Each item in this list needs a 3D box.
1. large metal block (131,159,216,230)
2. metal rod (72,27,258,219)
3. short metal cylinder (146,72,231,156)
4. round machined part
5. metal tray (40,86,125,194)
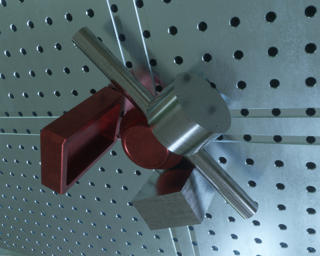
[{"bbox_3d":[0.023,0.086,0.415,0.080,0.080,0.050,-21,108,35],"label":"large metal block"},{"bbox_3d":[0.009,-0.003,0.376,0.300,0.025,0.025,46,129,-5],"label":"metal rod"},{"bbox_3d":[0.032,-0.015,0.347,0.080,0.080,0.050,45,129,-3],"label":"short metal cylinder"},{"bbox_3d":[-0.012,0.017,0.415,0.098,0.042,0.097,13,124,20],"label":"round machined part"},{"bbox_3d":[-0.096,0.012,0.400,0.030,0.131,0.089,25,127,13],"label":"metal tray"}]
